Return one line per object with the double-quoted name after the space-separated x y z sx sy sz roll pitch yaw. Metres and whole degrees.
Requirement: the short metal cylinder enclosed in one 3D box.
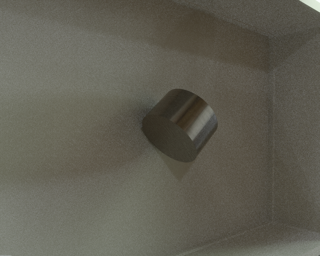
0.025 -0.002 0.390 0.050 0.080 0.080 -49 120 -29 "short metal cylinder"
